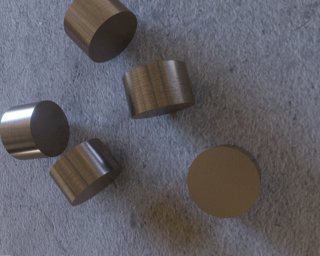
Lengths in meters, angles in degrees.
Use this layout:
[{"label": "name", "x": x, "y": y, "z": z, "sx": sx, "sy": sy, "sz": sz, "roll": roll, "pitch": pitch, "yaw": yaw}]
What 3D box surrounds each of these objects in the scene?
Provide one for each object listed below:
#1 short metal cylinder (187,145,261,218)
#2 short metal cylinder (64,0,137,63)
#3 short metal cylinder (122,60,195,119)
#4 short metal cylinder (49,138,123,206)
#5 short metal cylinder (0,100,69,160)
[{"label": "short metal cylinder", "x": 0.078, "y": 0.060, "z": 0.368, "sx": 0.080, "sy": 0.050, "sz": 0.079, "roll": 0, "pitch": 90, "yaw": 19}, {"label": "short metal cylinder", "x": -0.077, "y": -0.133, "z": 0.406, "sx": 0.050, "sy": 0.080, "sz": 0.080, "roll": 45, "pitch": 104, "yaw": 14}, {"label": "short metal cylinder", "x": -0.002, "y": -0.045, "z": 0.380, "sx": 0.080, "sy": 0.080, "sz": 0.050, "roll": -14, "pitch": 85, "yaw": 19}, {"label": "short metal cylinder", "x": -0.097, "y": 0.059, "z": 0.413, "sx": 0.080, "sy": 0.080, "sz": 0.050, "roll": -44, "pitch": 77, "yaw": 14}, {"label": "short metal cylinder", "x": -0.175, "y": 0.004, "z": 0.440, "sx": 0.050, "sy": 0.080, "sz": 0.080, "roll": -8, "pitch": 88, "yaw": 19}]
